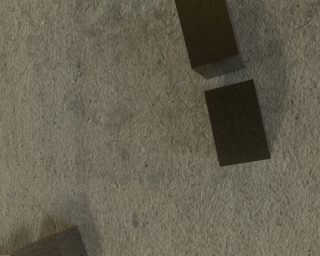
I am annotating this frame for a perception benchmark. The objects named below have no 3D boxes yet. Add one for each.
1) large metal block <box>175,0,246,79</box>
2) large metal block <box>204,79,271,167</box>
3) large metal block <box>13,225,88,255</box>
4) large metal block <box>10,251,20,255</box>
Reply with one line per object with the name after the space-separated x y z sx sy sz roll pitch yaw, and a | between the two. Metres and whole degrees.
0.061 -0.107 0.358 0.050 0.080 0.080 -15 85 19 | large metal block
0.090 -0.004 0.348 0.050 0.080 0.080 -13 86 20 | large metal block
-0.153 0.199 0.450 0.080 0.050 0.080 -25 82 18 | large metal block
-0.252 0.256 0.485 0.080 0.050 0.080 -32 80 17 | large metal block
